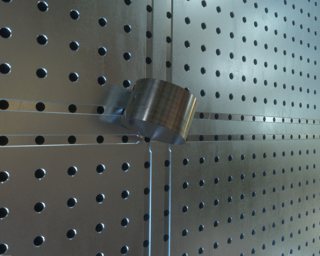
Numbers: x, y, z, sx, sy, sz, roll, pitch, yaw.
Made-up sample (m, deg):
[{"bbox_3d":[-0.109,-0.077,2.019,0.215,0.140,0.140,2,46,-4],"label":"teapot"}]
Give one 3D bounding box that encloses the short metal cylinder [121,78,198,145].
[{"bbox_3d":[-0.001,-0.018,0.372,0.080,0.080,0.050,30,72,-36],"label":"short metal cylinder"}]
